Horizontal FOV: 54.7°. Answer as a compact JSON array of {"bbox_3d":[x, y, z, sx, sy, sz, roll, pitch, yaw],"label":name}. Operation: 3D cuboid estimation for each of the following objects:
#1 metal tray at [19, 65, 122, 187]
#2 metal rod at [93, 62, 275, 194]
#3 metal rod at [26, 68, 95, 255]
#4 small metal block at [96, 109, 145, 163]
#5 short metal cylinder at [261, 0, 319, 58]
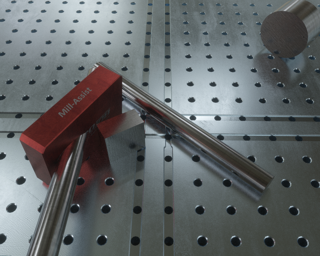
[{"bbox_3d":[-0.094,-0.002,0.363,0.030,0.089,0.130,29,55,14],"label":"metal tray"},{"bbox_3d":[0.014,-0.013,0.418,0.300,0.025,0.025,36,58,26],"label":"metal rod"},{"bbox_3d":[-0.095,0.032,0.333,0.025,0.025,0.300,2,46,1],"label":"metal rod"},{"bbox_3d":[-0.047,0.010,0.382,0.050,0.050,0.025,-24,55,-19],"label":"small metal block"},{"bbox_3d":[0.216,-0.164,0.512,0.080,0.080,0.050,36,58,26],"label":"short metal cylinder"}]
